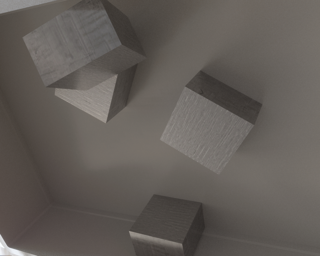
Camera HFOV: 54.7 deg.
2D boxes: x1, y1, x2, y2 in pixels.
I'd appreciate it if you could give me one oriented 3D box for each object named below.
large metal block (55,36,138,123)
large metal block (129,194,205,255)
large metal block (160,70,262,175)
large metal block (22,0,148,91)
[{"bbox_3d":[-0.082,-0.066,0.395,0.080,0.050,0.079,29,128,10],"label":"large metal block"},{"bbox_3d":[0.013,0.149,0.458,0.080,0.080,0.050,4,120,26],"label":"large metal block"},{"bbox_3d":[0.057,-0.006,0.358,0.080,0.050,0.079,31,128,8],"label":"large metal block"},{"bbox_3d":[-0.069,-0.079,0.308,0.080,0.080,0.050,-25,88,14],"label":"large metal block"}]
